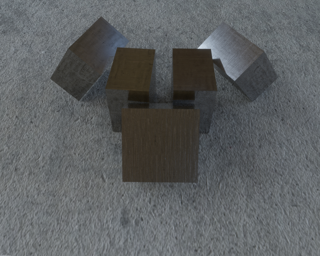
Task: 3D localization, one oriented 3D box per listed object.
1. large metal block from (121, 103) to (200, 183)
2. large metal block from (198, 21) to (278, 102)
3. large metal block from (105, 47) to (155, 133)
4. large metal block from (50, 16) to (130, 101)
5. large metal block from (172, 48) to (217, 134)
[{"bbox_3d":[0.001,0.014,0.349,0.081,0.079,0.050,1,11,0],"label":"large metal block"},{"bbox_3d":[0.111,-0.092,0.440,0.050,0.080,0.080,-46,56,11],"label":"large metal block"},{"bbox_3d":[-0.034,-0.048,0.409,0.050,0.080,0.080,4,50,3],"label":"large metal block"},{"bbox_3d":[-0.099,-0.096,0.437,0.050,0.080,0.080,40,52,-15],"label":"large metal block"},{"bbox_3d":[0.041,-0.048,0.410,0.050,0.080,0.080,1,50,0],"label":"large metal block"}]
